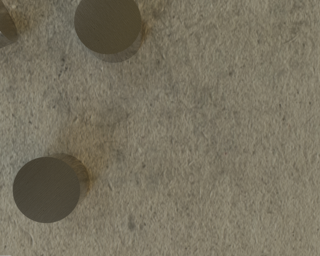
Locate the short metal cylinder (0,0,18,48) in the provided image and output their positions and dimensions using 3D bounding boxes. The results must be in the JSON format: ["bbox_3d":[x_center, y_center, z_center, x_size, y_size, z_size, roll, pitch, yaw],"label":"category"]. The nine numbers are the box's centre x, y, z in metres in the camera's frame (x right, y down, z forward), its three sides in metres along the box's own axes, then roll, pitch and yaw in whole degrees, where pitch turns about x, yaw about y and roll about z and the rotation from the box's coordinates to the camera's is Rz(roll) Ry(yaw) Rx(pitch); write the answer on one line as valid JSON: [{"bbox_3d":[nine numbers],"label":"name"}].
[{"bbox_3d":[-0.222,-0.133,0.379,0.050,0.080,0.080,-23,90,0],"label":"short metal cylinder"}]

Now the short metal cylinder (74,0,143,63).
[{"bbox_3d":[-0.063,-0.128,0.397,0.081,0.050,0.079,0,90,-1],"label":"short metal cylinder"}]

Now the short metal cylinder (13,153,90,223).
[{"bbox_3d":[-0.136,0.074,0.396,0.081,0.050,0.079,0,90,-1],"label":"short metal cylinder"}]
